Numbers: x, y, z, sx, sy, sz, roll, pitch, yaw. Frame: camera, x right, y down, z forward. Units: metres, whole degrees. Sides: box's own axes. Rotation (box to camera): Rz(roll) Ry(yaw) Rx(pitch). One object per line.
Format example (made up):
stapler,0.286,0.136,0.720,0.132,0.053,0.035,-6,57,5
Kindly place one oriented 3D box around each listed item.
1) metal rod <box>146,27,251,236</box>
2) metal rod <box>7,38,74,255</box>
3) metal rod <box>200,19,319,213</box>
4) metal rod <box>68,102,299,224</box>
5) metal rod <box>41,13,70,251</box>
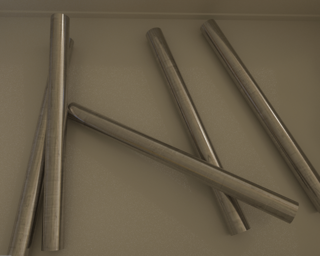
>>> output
metal rod,0.043,-0.009,0.413,0.025,0.025,0.299,-19,71,-7
metal rod,-0.151,0.012,0.404,0.025,0.025,0.299,4,70,1
metal rod,0.138,-0.029,0.420,0.025,0.025,0.299,-25,72,-9
metal rod,0.013,0.035,0.377,0.301,0.025,0.025,24,72,15
metal rod,-0.130,-0.005,0.391,0.025,0.025,0.299,-2,77,-1
